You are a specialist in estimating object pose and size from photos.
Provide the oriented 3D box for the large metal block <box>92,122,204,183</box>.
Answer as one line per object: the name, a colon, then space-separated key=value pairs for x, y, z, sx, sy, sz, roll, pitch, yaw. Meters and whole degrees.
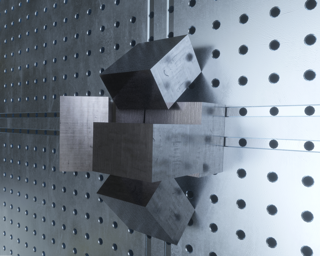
large metal block: x=-0.011 y=0.020 z=0.318 sx=0.080 sy=0.081 sz=0.050 roll=2 pitch=91 yaw=40

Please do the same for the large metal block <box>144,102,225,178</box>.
large metal block: x=0.028 y=0.010 z=0.370 sx=0.080 sy=0.050 sz=0.080 roll=4 pitch=93 yaw=40

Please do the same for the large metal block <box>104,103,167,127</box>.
large metal block: x=-0.036 y=0.006 z=0.425 sx=0.080 sy=0.050 sz=0.080 roll=9 pitch=96 yaw=39

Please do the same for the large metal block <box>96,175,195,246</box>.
large metal block: x=-0.016 y=0.091 z=0.380 sx=0.080 sy=0.050 sz=0.080 roll=3 pitch=137 yaw=40

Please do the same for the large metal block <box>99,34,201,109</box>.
large metal block: x=-0.010 y=-0.066 z=0.373 sx=0.080 sy=0.080 sz=0.050 roll=3 pitch=130 yaw=40

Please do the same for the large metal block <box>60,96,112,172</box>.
large metal block: x=-0.084 y=0.005 z=0.368 sx=0.050 sy=0.080 sz=0.080 roll=1 pitch=91 yaw=-5
